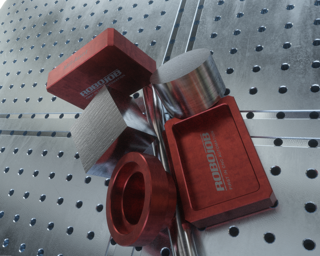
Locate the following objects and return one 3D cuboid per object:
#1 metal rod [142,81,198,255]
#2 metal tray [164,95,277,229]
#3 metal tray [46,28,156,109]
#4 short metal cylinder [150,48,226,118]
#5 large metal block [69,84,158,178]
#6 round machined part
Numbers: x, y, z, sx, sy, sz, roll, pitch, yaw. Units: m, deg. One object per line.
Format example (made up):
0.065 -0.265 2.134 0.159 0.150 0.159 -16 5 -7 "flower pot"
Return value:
0.003 0.023 0.387 0.025 0.025 0.299 -23 53 14 "metal rod"
0.061 0.034 0.347 0.090 0.030 0.130 -22 53 14 "metal tray"
-0.081 -0.071 0.430 0.130 0.090 0.030 -25 53 31 "metal tray"
0.034 -0.056 0.385 0.080 0.050 0.080 -24 27 13 "short metal cylinder"
-0.062 0.006 0.393 0.080 0.050 0.080 -48 49 18 "large metal block"
-0.018 0.077 0.337 0.098 0.042 0.098 -27 56 50 "round machined part"
